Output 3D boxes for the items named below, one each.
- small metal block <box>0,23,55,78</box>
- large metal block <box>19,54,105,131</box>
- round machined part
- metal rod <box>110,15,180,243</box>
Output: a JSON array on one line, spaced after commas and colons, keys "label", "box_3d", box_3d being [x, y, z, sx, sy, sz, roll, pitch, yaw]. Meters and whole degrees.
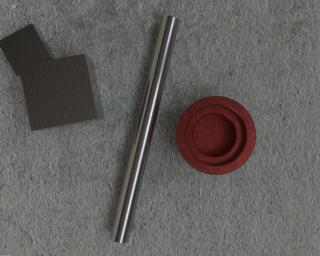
[{"label": "small metal block", "box_3d": [-0.174, -0.100, 0.408, 0.050, 0.025, 0.050, -29, 90, -1]}, {"label": "large metal block", "box_3d": [-0.122, -0.043, 0.396, 0.080, 0.050, 0.080, -11, 90, -1]}, {"label": "round machined part", "box_3d": [0.070, 0.009, 0.402, 0.099, 0.042, 0.097, 0, 90, -1]}, {"label": "metal rod", "box_3d": [-0.020, 0.001, 0.409, 0.025, 0.025, 0.298, 13, 90, -1]}]
